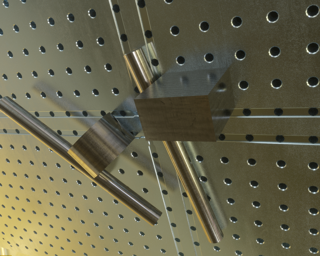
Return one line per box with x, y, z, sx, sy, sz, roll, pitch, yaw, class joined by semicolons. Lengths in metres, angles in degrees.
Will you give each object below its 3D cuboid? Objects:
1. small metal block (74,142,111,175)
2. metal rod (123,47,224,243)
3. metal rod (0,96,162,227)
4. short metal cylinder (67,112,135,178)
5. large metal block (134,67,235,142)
-0.107;0.056;0.503;0.050;0.025;0.050;29;128;9;small metal block
0.026;0.037;0.420;0.025;0.025;0.299;-12;113;33;metal rod
-0.125;0.049;0.474;0.300;0.025;0.025;36;129;4;metal rod
-0.081;0.024;0.433;0.050;0.080;0.080;45;129;-4;short metal cylinder
0.031;-0.027;0.343;0.080;0.080;0.050;0;118;28;large metal block
